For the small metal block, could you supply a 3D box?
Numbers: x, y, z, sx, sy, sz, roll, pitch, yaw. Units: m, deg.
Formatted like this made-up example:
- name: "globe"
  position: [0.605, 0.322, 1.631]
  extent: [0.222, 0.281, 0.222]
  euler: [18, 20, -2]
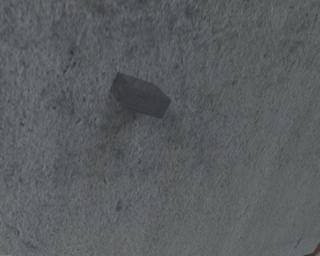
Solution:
- name: "small metal block"
  position: [-0.023, -0.037, 0.354]
  extent: [0.050, 0.050, 0.025]
  euler: [13, 112, -34]
